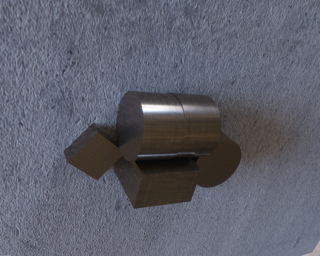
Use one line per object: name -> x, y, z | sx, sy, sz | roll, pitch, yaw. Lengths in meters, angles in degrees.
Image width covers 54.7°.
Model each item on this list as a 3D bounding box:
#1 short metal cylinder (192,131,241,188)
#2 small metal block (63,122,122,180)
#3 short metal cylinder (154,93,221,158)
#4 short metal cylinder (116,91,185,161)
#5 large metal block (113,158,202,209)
short metal cylinder -> 0.071, 0.040, 0.456 | 0.081, 0.050, 0.079 | -14, 124, -21
small metal block -> -0.081, 0.030, 0.383 | 0.050, 0.025, 0.050 | -44, 129, 2
short metal cylinder -> 0.031, -0.003, 0.388 | 0.050, 0.080, 0.079 | 1, 118, -29
short metal cylinder -> -0.013, -0.002, 0.365 | 0.050, 0.080, 0.079 | 1, 118, -29
large metal block -> -0.006, 0.054, 0.404 | 0.081, 0.080, 0.050 | 1, 118, -29
